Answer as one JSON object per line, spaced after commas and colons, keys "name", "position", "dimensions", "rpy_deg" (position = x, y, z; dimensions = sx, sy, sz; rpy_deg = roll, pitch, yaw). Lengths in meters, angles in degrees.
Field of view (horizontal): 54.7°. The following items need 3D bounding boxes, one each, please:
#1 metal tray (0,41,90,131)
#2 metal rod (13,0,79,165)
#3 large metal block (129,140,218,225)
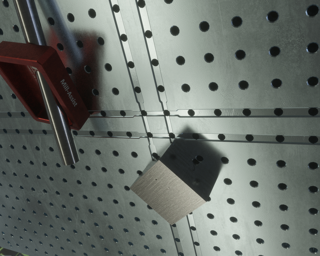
{"name": "metal tray", "position": [-0.162, -0.055, 0.431], "dimensions": [0.090, 0.030, 0.129], "rpy_deg": [11, 144, 22]}
{"name": "metal rod", "position": [-0.158, -0.089, 0.414], "dimensions": [0.025, 0.025, 0.298], "rpy_deg": [0, 111, 28]}
{"name": "large metal block", "position": [0.018, 0.077, 0.433], "dimensions": [0.080, 0.050, 0.080], "rpy_deg": [42, 129, -1]}
